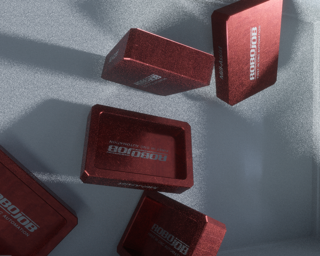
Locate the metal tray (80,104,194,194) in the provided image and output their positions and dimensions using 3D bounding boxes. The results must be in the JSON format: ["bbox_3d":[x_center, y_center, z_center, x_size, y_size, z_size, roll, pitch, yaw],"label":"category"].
[{"bbox_3d":[-0.025,0.027,0.380,0.131,0.030,0.090,11,60,-20],"label":"metal tray"}]

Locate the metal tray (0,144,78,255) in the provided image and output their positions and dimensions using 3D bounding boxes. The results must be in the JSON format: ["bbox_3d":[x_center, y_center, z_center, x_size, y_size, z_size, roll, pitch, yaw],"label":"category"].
[{"bbox_3d":[-0.170,0.093,0.345,0.090,0.030,0.130,-46,105,-14],"label":"metal tray"}]

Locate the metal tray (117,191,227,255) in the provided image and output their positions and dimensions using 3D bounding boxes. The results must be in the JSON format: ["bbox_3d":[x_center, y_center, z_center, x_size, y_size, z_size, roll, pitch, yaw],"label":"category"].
[{"bbox_3d":[0.006,0.128,0.355,0.030,0.130,0.090,32,77,-29],"label":"metal tray"}]

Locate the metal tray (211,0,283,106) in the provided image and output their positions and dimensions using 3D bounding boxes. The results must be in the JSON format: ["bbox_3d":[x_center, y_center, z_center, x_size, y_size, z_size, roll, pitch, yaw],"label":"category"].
[{"bbox_3d":[0.118,-0.104,0.419,0.091,0.030,0.129,-27,131,-18],"label":"metal tray"}]

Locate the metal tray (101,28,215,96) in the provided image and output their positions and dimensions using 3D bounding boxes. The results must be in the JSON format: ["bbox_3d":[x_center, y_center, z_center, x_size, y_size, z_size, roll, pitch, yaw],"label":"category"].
[{"bbox_3d":[-0.009,-0.067,0.352,0.091,0.130,0.030,14,86,-20],"label":"metal tray"}]
